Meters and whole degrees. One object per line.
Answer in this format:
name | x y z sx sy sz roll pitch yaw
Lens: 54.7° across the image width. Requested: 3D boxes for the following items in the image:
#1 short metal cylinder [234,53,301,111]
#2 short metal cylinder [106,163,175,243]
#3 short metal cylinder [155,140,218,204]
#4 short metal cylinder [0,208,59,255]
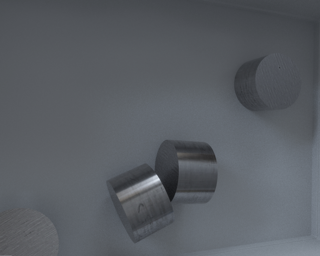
short metal cylinder | 0.158 -0.066 0.457 0.081 0.050 0.079 0 90 -21
short metal cylinder | -0.025 0.089 0.373 0.050 0.080 0.080 -23 98 -19
short metal cylinder | 0.031 0.056 0.394 0.050 0.080 0.080 5 89 -20
short metal cylinder | -0.150 0.130 0.327 0.081 0.050 0.080 8 63 -15
